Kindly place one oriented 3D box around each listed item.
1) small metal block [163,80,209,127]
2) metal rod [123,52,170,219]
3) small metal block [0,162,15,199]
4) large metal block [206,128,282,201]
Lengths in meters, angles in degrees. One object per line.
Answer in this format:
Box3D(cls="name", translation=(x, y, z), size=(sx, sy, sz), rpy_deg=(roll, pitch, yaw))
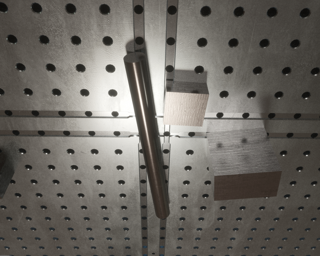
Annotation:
Box3D(cls="small metal block", translation=(0.031, -0.030, 0.387), size=(0.050, 0.025, 0.050), rpy_deg=(3, 130, -3))
Box3D(cls="metal rod", translation=(-0.012, 0.034, 0.440), size=(0.025, 0.025, 0.298), rpy_deg=(-5, 130, 4))
Box3D(cls="small metal block", translation=(-0.255, 0.082, 0.461), size=(0.050, 0.050, 0.025), rpy_deg=(-12, 129, 10))
Box3D(cls="large metal block", translation=(0.108, 0.048, 0.418), size=(0.080, 0.080, 0.050), rpy_deg=(-5, 130, 3))
